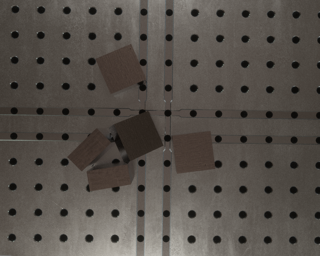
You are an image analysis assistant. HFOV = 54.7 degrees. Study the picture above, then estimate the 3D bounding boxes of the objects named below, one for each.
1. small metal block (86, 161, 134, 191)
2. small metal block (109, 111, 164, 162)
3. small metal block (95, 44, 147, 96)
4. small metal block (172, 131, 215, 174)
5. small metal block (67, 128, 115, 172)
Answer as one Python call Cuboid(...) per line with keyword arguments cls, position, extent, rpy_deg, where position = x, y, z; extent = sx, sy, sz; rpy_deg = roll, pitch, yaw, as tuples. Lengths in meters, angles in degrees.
Cuboid(cls="small metal block", position=(-0.062, 0.060, 0.400), extent=(0.050, 0.050, 0.025), rpy_deg=(-10, 91, 0))
Cuboid(cls="small metal block", position=(-0.031, 0.011, 0.404), extent=(0.050, 0.025, 0.050), rpy_deg=(-24, 90, -26))
Cuboid(cls="small metal block", position=(-0.051, -0.076, 0.413), extent=(0.050, 0.025, 0.050), rpy_deg=(-23, 90, -1))
Cuboid(cls="small metal block", position=(0.044, 0.032, 0.414), extent=(0.050, 0.025, 0.050), rpy_deg=(-7, 90, -1))
Cuboid(cls="small metal block", position=(-0.085, 0.026, 0.400), extent=(0.050, 0.050, 0.025), rpy_deg=(-45, 89, 0))
